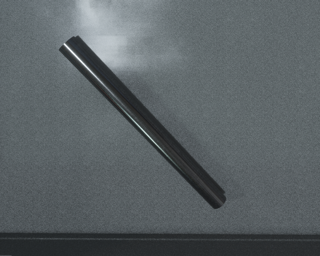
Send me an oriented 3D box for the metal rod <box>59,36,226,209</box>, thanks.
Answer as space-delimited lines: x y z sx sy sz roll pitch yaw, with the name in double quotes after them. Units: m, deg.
-0.013 0.003 0.412 0.025 0.025 0.300 -40 106 13 "metal rod"
